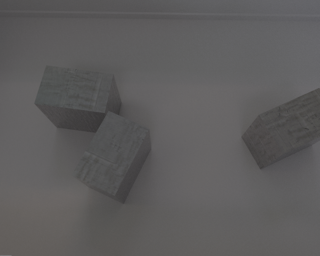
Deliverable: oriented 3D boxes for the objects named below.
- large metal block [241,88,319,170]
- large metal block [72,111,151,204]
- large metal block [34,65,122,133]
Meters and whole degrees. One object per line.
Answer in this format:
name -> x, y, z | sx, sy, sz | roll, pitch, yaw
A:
large metal block -> 0.157, 0.004, 0.380 | 0.080, 0.080, 0.050 | -23, 72, -8
large metal block -> -0.051, 0.038, 0.366 | 0.050, 0.080, 0.080 | 24, 72, 8
large metal block -> -0.097, -0.032, 0.391 | 0.080, 0.080, 0.050 | 8, 70, 3
